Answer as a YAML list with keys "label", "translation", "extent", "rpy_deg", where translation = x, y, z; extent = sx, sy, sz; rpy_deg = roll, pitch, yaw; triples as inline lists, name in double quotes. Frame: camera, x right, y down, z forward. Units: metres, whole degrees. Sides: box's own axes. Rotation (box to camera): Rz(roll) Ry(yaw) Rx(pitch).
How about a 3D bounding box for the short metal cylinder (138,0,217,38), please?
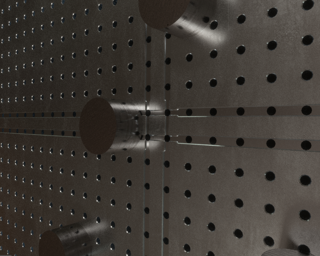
- label: "short metal cylinder"
  translation: [0.021, -0.154, 0.375]
  extent: [0.080, 0.050, 0.079]
  rpy_deg: [0, 90, 39]

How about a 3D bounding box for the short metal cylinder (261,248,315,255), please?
- label: "short metal cylinder"
  translation: [0.125, 0.150, 0.270]
  extent: [0.080, 0.081, 0.050]
  rpy_deg: [14, 99, 39]

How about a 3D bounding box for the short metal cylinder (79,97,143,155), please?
- label: "short metal cylinder"
  translation: [-0.072, -0.003, 0.450]
  extent: [0.080, 0.050, 0.079]
  rpy_deg: [0, 90, 39]

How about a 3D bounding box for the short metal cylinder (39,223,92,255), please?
- label: "short metal cylinder"
  translation: [-0.160, 0.207, 0.522]
  extent: [0.080, 0.050, 0.079]
  rpy_deg: [0, 90, 39]
